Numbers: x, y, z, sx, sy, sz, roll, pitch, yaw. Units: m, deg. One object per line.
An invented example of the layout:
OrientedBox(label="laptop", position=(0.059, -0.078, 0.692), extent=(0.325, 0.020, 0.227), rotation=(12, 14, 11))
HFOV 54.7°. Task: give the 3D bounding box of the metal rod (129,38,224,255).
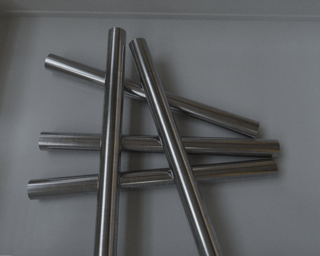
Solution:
OrientedBox(label="metal rod", position=(0.015, 0.019, 0.375), extent=(0.025, 0.025, 0.299), rotation=(-17, 71, -6))

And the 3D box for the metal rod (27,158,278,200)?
OrientedBox(label="metal rod", position=(-0.007, 0.063, 0.385), extent=(0.302, 0.025, 0.025), rotation=(-5, 70, -2))

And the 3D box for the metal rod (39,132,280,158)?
OrientedBox(label="metal rod", position=(-0.001, 0.022, 0.400), extent=(0.302, 0.025, 0.025), rotation=(2, 70, 0))

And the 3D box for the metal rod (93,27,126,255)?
OrientedBox(label="metal rod", position=(-0.059, 0.009, 0.377), extent=(0.025, 0.025, 0.299), rotation=(0, 70, 0))

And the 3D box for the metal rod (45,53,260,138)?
OrientedBox(label="metal rod", position=(-0.015, -0.045, 0.424), extent=(0.301, 0.025, 0.025), rotation=(19, 71, 6))
